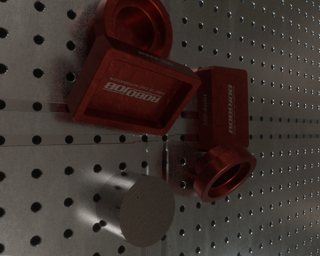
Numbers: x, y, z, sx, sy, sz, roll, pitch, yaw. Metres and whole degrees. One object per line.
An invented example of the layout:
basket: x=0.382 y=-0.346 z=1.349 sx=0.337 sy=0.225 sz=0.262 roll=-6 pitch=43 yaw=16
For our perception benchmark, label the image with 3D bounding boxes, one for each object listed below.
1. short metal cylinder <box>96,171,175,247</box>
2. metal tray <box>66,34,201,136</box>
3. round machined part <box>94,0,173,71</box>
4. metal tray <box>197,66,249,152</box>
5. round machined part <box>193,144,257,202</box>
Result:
short metal cylinder: x=-0.028 y=0.095 z=0.371 sx=0.081 sy=0.050 sz=0.079 roll=0 pitch=91 yaw=-40
metal tray: x=-0.026 y=-0.041 z=0.352 sx=0.131 sy=0.030 sz=0.089 roll=11 pitch=123 yaw=-40
round machined part: x=-0.035 y=-0.114 z=0.370 sx=0.099 sy=0.042 sz=0.097 roll=0 pitch=90 yaw=-40
metal tray: x=0.103 y=-0.029 z=0.495 sx=0.091 sy=0.030 sz=0.129 roll=-3 pitch=92 yaw=-40
round machined part: x=0.090 y=0.061 z=0.455 sx=0.099 sy=0.042 sz=0.097 roll=-24 pitch=143 yaw=-19
